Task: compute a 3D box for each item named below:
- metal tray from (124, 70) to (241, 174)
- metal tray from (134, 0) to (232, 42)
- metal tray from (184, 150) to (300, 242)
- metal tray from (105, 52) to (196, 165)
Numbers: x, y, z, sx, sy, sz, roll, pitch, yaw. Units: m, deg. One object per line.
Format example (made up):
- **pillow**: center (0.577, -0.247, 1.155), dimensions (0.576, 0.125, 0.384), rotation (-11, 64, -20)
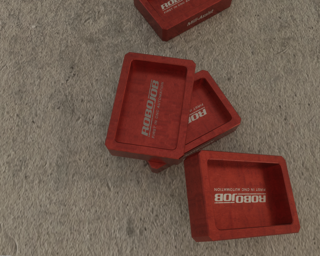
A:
- **metal tray**: center (0.027, -0.010, 0.409), dimensions (0.131, 0.030, 0.090), rotation (-28, 72, -10)
- **metal tray**: center (0.036, -0.201, 0.478), dimensions (0.131, 0.030, 0.090), rotation (-32, 73, -11)
- **metal tray**: center (0.093, 0.075, 0.347), dimensions (0.131, 0.030, 0.090), rotation (6, 67, -28)
- **metal tray**: center (-0.009, -0.026, 0.382), dimensions (0.091, 0.030, 0.130), rotation (8, 70, 3)
